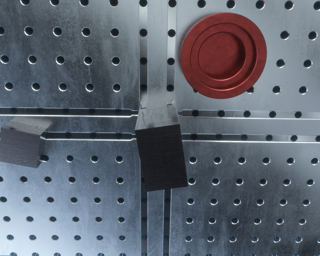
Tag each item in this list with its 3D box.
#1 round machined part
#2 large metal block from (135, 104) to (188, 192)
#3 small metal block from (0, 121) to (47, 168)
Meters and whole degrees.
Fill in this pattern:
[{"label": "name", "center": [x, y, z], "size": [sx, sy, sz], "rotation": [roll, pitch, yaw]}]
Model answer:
[{"label": "round machined part", "center": [0.073, -0.087, 0.373], "size": [0.099, 0.042, 0.097], "rotation": [0, 110, 0]}, {"label": "large metal block", "center": [0.003, 0.022, 0.392], "size": [0.050, 0.080, 0.079], "rotation": [-8, 110, 3]}, {"label": "small metal block", "center": [-0.185, 0.023, 0.420], "size": [0.050, 0.025, 0.050], "rotation": [12, 110, -5]}]
